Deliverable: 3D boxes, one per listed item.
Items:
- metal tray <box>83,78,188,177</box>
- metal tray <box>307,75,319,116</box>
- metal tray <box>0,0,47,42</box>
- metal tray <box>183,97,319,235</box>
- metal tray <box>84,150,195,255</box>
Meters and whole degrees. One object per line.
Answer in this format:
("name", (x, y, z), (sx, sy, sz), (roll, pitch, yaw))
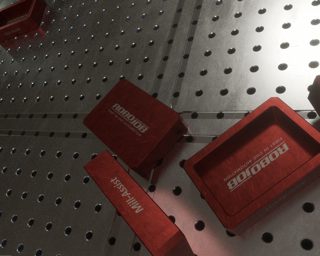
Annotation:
("metal tray", (-0.038, -0.005, 0.427), (0.090, 0.030, 0.130), (-49, 52, -7))
("metal tray", (0.210, -0.003, 0.282), (0.091, 0.030, 0.130), (-14, 54, 0))
("metal tray", (-0.341, -0.262, 0.740), (0.130, 0.030, 0.090), (-11, 57, 21))
("metal tray", (0.101, 0.037, 0.328), (0.130, 0.030, 0.090), (-37, 51, 3))
("metal tray", (-0.020, 0.089, 0.318), (0.030, 0.090, 0.130), (-38, 50, -15))
